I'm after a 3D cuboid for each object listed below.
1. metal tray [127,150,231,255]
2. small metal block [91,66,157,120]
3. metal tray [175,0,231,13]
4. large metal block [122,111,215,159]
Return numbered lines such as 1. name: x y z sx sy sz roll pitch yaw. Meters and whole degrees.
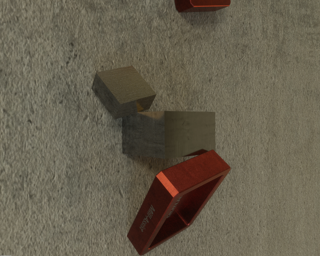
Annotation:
1. metal tray: 0.020 0.089 0.366 0.091 0.030 0.129 -17 143 -39
2. small metal block: -0.041 -0.042 0.353 0.050 0.025 0.050 -20 62 -38
3. metal tray: 0.054 -0.237 0.445 0.091 0.030 0.129 -19 102 -38
4. large metal block: 0.010 0.006 0.377 0.081 0.080 0.050 -1 91 -40
